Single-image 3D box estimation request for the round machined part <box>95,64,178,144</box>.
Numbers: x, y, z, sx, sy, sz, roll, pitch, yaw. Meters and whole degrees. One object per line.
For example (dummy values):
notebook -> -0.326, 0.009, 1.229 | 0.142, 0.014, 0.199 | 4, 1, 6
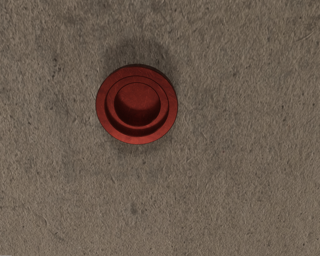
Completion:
round machined part -> -0.028, -0.032, 0.389 | 0.099, 0.042, 0.097 | 0, 110, -1
